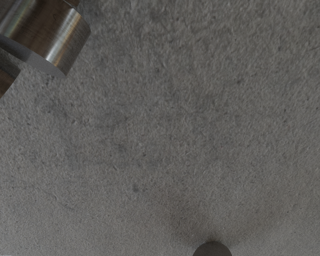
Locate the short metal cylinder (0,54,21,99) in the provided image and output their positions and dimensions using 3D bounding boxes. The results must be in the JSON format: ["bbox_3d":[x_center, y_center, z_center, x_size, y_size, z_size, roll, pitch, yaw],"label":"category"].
[{"bbox_3d":[-0.196,-0.048,0.328,0.080,0.080,0.050,-34,123,25],"label":"short metal cylinder"}]

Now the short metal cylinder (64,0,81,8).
[{"bbox_3d":[-0.071,-0.146,0.246,0.050,0.080,0.080,28,125,-22],"label":"short metal cylinder"}]

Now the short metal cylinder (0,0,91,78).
[{"bbox_3d":[-0.112,-0.088,0.286,0.080,0.080,0.050,30,80,-24],"label":"short metal cylinder"}]

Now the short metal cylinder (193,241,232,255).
[{"bbox_3d":[0.107,0.272,0.604,0.080,0.080,0.050,-16,129,12],"label":"short metal cylinder"}]
